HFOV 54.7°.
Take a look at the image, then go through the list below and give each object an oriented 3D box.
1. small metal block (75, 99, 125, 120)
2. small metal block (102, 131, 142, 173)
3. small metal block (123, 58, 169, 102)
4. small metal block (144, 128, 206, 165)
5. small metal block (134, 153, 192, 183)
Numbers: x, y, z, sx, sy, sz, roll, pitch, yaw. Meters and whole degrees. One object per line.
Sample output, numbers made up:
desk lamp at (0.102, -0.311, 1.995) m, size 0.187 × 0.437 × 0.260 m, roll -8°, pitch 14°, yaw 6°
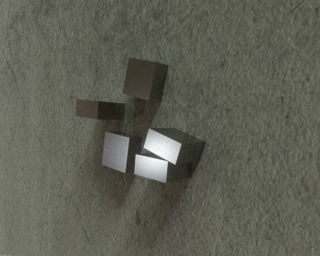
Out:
small metal block at (-0.088, -0.027, 0.459) m, size 0.050 × 0.050 × 0.025 m, roll 9°, pitch 96°, yaw 39°
small metal block at (-0.056, 0.033, 0.449) m, size 0.050 × 0.025 × 0.050 m, roll 12°, pitch 98°, yaw 39°
small metal block at (-0.020, -0.066, 0.420) m, size 0.050 × 0.025 × 0.050 m, roll 19°, pitch 102°, yaw 38°
small metal block at (0.018, 0.020, 0.372) m, size 0.050 × 0.050 × 0.025 m, roll 25°, pitch 106°, yaw 37°
small metal block at (0.005, 0.047, 0.383) m, size 0.050 × 0.050 × 0.025 m, roll 8°, pitch 95°, yaw 39°
